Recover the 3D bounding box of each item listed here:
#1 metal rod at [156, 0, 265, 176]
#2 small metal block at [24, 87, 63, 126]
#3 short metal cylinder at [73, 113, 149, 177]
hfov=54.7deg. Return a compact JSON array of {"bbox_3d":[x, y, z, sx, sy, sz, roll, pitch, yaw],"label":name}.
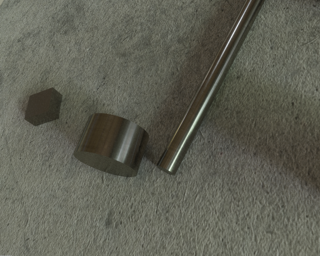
[{"bbox_3d":[0.077,-0.075,0.409,0.025,0.025,0.300,18,71,35],"label":"metal rod"},{"bbox_3d":[-0.199,-0.036,0.530,0.050,0.025,0.050,-16,55,19],"label":"small metal block"},{"bbox_3d":[-0.059,0.023,0.386,0.080,0.080,0.050,3,64,30],"label":"short metal cylinder"}]
